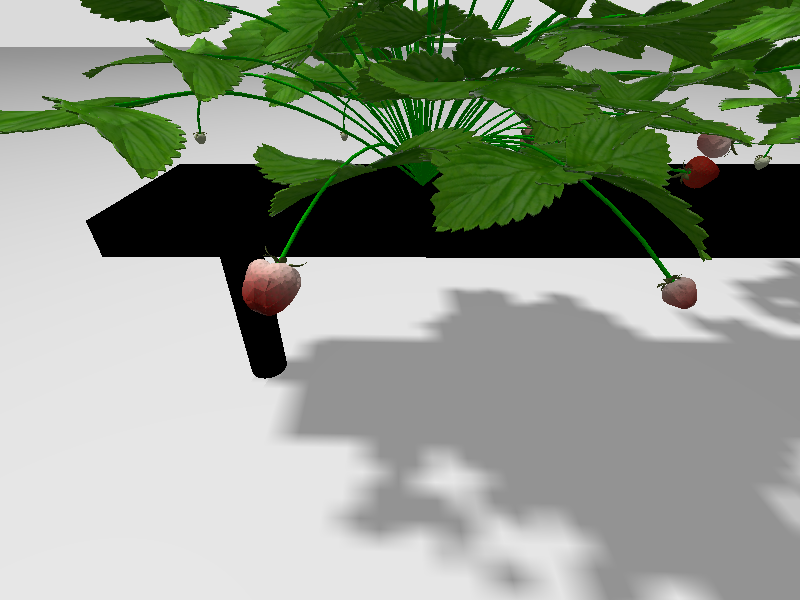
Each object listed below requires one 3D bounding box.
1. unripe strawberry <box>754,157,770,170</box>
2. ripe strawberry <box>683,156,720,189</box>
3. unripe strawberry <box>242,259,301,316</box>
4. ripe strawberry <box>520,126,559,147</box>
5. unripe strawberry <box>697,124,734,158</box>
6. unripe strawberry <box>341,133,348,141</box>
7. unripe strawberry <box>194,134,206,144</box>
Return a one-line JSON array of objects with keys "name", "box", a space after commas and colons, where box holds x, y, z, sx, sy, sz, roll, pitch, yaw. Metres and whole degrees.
[{"name": "unripe strawberry", "box": [0.327, -0.124, 0.363, 0.011, 0.011, 0.011, 5, 34, 7]}, {"name": "ripe strawberry", "box": [0.259, -0.109, 0.344, 0.027, 0.026, 0.025, 1, 34, 0]}, {"name": "unripe strawberry", "box": [-0.062, -0.006, 0.189, 0.028, 0.026, 0.025, 13, -17, 19]}, {"name": "ripe strawberry", "box": [0.147, -0.164, 0.413, 0.042, 0.041, 0.039, -20, 39, -28]}, {"name": "unripe strawberry", "box": [0.333, -0.169, 0.423, 0.032, 0.033, 0.029, 21, 39, 29]}, {"name": "unripe strawberry", "box": [-0.064, -0.189, 0.464, 0.009, 0.010, 0.010, -19, 38, -25]}, {"name": "unripe strawberry", "box": [-0.191, -0.155, 0.384, 0.010, 0.010, 0.011, 8, 35, 12]}]
